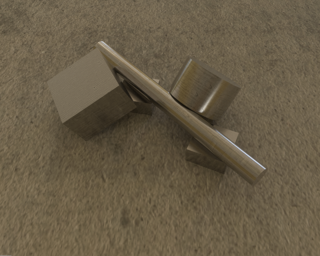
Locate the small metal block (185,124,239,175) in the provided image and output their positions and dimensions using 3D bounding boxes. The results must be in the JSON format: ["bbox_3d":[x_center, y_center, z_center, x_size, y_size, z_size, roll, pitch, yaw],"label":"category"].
[{"bbox_3d":[0.065,0.024,0.386,0.050,0.025,0.050,19,52,15],"label":"small metal block"}]

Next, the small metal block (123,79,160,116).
[{"bbox_3d":[-0.031,-0.047,0.444,0.050,0.025,0.050,10,51,7],"label":"small metal block"}]

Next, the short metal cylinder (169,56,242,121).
[{"bbox_3d":[0.059,-0.052,0.407,0.080,0.050,0.080,28,18,-10],"label":"short metal cylinder"}]

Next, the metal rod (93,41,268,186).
[{"bbox_3d":[0.007,-0.034,0.401,0.025,0.025,0.300,-34,58,-25],"label":"metal rod"}]

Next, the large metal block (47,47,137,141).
[{"bbox_3d":[-0.089,-0.044,0.403,0.080,0.050,0.080,-34,55,3],"label":"large metal block"}]
